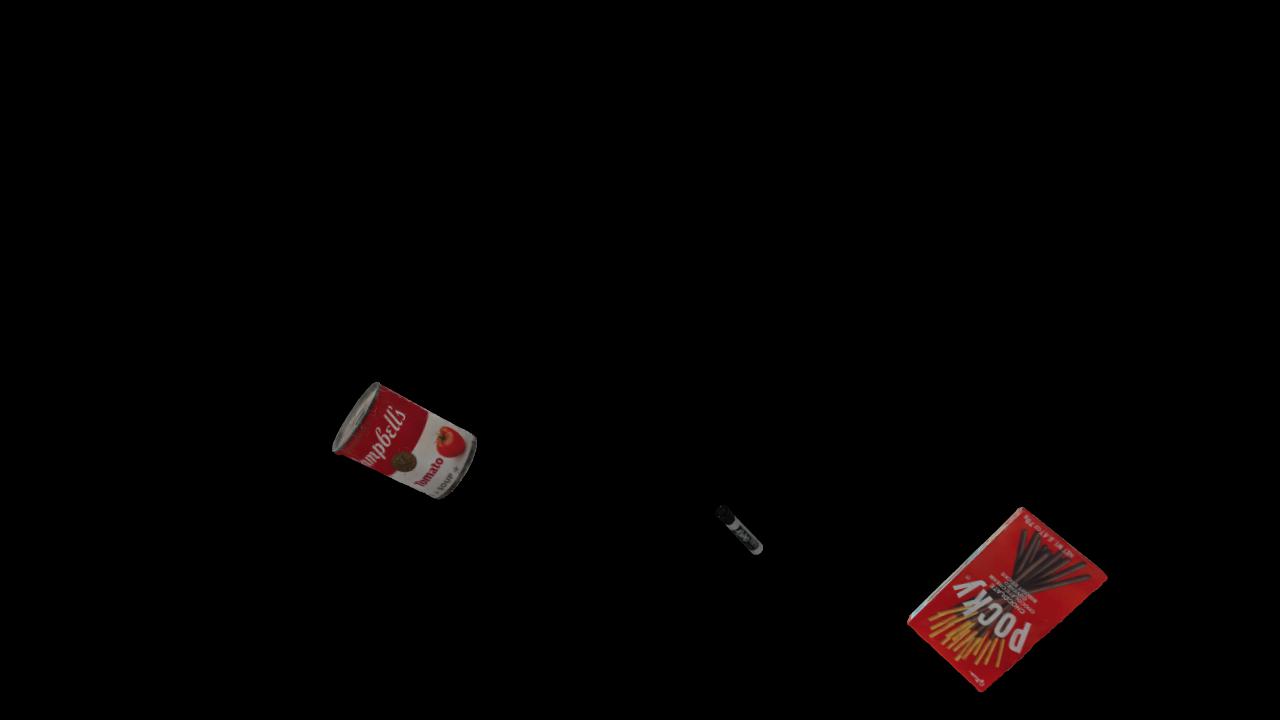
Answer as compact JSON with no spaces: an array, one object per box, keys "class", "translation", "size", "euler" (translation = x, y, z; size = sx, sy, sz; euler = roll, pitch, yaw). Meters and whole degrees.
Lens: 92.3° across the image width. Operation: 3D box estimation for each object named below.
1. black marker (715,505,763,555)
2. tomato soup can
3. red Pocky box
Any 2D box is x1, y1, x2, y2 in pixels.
[{"class":"black marker","translation":[0.130,0.221,0.801],"size":[0.020,0.020,0.121],"euler":[0,-36,38]},{"class":"tomato soup can","translation":[-0.205,0.073,0.543],"size":[0.101,0.068,0.068],"euler":[36,-19,-28]},{"class":"red Pocky box","translation":[0.330,0.219,0.562],"size":[0.083,0.155,0.028],"euler":[42,14,19]}]
